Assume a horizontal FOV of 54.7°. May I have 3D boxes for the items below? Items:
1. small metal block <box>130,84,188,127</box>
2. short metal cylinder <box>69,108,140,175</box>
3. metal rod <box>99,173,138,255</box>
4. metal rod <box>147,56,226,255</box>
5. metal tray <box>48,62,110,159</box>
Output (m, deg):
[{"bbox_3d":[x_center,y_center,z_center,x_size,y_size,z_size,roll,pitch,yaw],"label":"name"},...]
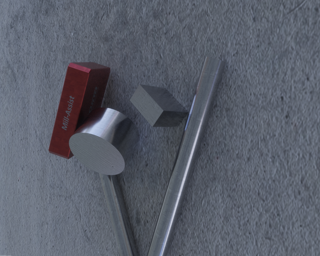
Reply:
[{"bbox_3d":[-0.001,-0.027,0.387,0.050,0.050,0.025,49,119,28],"label":"small metal block"},{"bbox_3d":[-0.074,0.019,0.421,0.080,0.050,0.079,14,137,14],"label":"short metal cylinder"},{"bbox_3d":[-0.054,0.147,0.447,0.025,0.025,0.299,-27,73,36],"label":"metal rod"},{"bbox_3d":[0.025,0.063,0.382,0.025,0.025,0.298,25,105,37],"label":"metal rod"},{"bbox_3d":[-0.115,-0.029,0.453,0.030,0.090,0.129,19,104,4],"label":"metal tray"}]
